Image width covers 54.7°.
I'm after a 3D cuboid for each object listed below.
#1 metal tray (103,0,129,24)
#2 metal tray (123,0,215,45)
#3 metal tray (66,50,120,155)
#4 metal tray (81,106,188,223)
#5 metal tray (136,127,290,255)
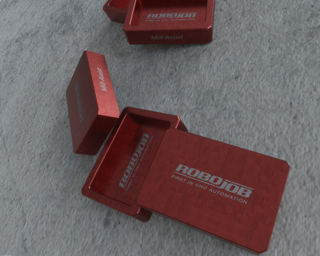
[{"bbox_3d":[-0.033,-0.249,0.569,0.090,0.030,0.130,26,76,36],"label":"metal tray"},{"bbox_3d":[0.016,-0.173,0.476,0.131,0.030,0.090,2,62,12],"label":"metal tray"},{"bbox_3d":[-0.101,-0.037,0.445,0.089,0.030,0.130,-53,42,35],"label":"metal tray"},{"bbox_3d":[-0.031,0.040,0.390,0.090,0.030,0.130,13,68,33],"label":"metal tray"},{"bbox_3d":[0.053,0.060,0.316,0.130,0.030,0.090,17,70,20],"label":"metal tray"}]
